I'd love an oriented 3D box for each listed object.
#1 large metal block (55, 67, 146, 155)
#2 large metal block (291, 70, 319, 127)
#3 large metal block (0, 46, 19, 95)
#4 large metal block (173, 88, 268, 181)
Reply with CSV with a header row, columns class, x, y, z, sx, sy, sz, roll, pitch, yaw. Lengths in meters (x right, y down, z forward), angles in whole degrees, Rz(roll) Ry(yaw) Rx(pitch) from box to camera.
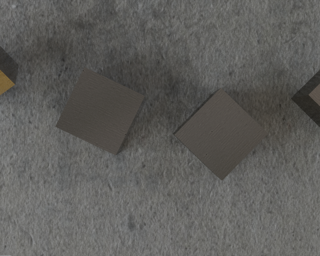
class,x,y,z,sx,sy,sz,roll,pitch,yaw
large metal block,-0.072,-0.020,0.397,0.080,0.050,0.080,26,90,-1
large metal block,0.237,-0.040,0.401,0.080,0.050,0.080,45,90,-1
large metal block,-0.223,-0.061,0.372,0.080,0.080,0.050,-36,124,0
large metal block,0.074,0.007,0.399,0.080,0.050,0.080,44,90,-1
